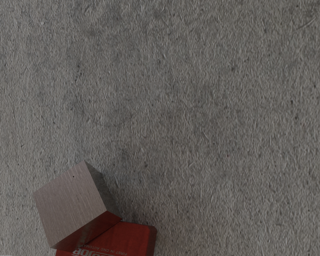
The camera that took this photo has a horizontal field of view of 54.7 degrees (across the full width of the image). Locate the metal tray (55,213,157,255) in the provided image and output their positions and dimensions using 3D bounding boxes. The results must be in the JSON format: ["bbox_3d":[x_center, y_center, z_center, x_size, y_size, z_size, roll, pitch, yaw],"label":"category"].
[{"bbox_3d":[-0.076,0.170,0.418,0.130,0.030,0.090,3,73,19],"label":"metal tray"}]

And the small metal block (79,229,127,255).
[{"bbox_3d":[-0.084,0.182,0.438,0.050,0.025,0.050,31,100,17],"label":"small metal block"}]

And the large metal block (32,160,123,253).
[{"bbox_3d":[-0.109,0.103,0.409,0.080,0.050,0.080,-33,58,-1],"label":"large metal block"}]
